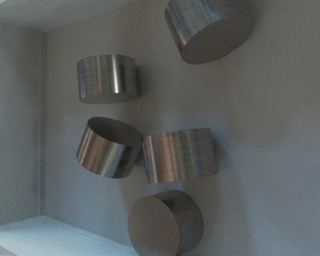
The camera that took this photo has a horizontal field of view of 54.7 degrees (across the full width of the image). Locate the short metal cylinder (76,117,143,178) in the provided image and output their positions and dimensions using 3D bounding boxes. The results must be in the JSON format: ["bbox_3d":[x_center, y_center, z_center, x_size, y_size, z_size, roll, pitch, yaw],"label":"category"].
[{"bbox_3d":[-0.068,0.025,0.425,0.080,0.081,0.050,36,112,34],"label":"short metal cylinder"}]

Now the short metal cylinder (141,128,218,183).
[{"bbox_3d":[0.022,0.032,0.352,0.080,0.081,0.050,-13,82,39],"label":"short metal cylinder"}]

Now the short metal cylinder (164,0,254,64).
[{"bbox_3d":[0.051,-0.111,0.328,0.080,0.081,0.050,-32,70,35],"label":"short metal cylinder"}]

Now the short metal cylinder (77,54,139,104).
[{"bbox_3d":[-0.072,-0.065,0.428,0.080,0.081,0.050,-9,84,39],"label":"short metal cylinder"}]

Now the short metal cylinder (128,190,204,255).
[{"bbox_3d":[0.006,0.120,0.384,0.080,0.050,0.079,0,90,39],"label":"short metal cylinder"}]
